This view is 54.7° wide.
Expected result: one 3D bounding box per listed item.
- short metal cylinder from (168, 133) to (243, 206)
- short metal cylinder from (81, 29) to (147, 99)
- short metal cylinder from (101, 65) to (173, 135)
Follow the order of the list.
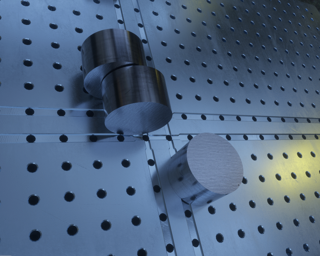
[{"bbox_3d":[0.057,0.053,0.392,0.081,0.050,0.080,14,56,-21],"label":"short metal cylinder"},{"bbox_3d":[-0.057,-0.078,0.391,0.081,0.080,0.050,3,61,-27],"label":"short metal cylinder"},{"bbox_3d":[-0.029,-0.031,0.378,0.081,0.080,0.050,3,60,-27],"label":"short metal cylinder"}]
